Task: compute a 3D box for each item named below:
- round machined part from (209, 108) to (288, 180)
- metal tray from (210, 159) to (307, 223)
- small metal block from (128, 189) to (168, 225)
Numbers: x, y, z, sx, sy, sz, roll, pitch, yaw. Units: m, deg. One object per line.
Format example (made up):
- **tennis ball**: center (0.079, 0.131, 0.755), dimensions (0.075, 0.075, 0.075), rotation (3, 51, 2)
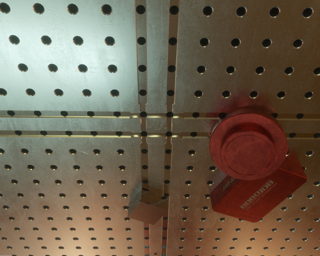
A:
- **round machined part**: center (0.114, 0.027, 0.403), dimensions (0.098, 0.042, 0.097), rotation (5, 113, 11)
- **metal tray**: center (0.151, 0.095, 0.491), dimensions (0.091, 0.030, 0.129), rotation (20, 127, -17)
- **small metal block**: center (-0.021, 0.136, 0.527), dimensions (0.050, 0.025, 0.050), rotation (23, 126, -19)
